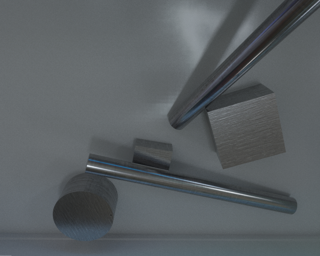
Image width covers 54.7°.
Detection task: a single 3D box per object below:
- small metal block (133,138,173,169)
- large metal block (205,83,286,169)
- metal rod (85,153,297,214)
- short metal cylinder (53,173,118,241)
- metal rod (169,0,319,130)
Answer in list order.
[{"bbox_3d":[-0.012,0.046,0.428,0.050,0.025,0.050,10,110,-4],"label":"small metal block"},{"bbox_3d":[0.106,-0.003,0.399,0.080,0.050,0.080,-16,110,5],"label":"large metal block"},{"bbox_3d":[0.052,0.079,0.420,0.302,0.025,0.025,14,110,-14],"label":"metal rod"},{"bbox_3d":[-0.103,0.110,0.437,0.081,0.050,0.079,0,110,-1],"label":"short metal cylinder"},{"bbox_3d":[0.095,-0.080,0.303,0.025,0.025,0.298,33,138,-12],"label":"metal rod"}]
